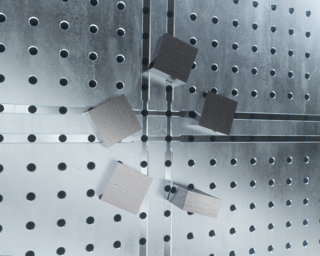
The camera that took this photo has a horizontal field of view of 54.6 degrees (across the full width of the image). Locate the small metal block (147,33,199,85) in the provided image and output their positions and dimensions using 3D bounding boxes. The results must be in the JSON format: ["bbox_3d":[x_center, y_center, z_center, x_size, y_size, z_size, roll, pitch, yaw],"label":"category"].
[{"bbox_3d":[0.017,-0.092,0.419,0.050,0.025,0.050,22,83,-19],"label":"small metal block"}]

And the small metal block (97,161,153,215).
[{"bbox_3d":[-0.044,0.076,0.396,0.050,0.025,0.050,28,81,-18],"label":"small metal block"}]

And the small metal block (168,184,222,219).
[{"bbox_3d":[0.046,0.097,0.416,0.050,0.050,0.025,19,84,-19],"label":"small metal block"}]

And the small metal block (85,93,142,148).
[{"bbox_3d":[-0.058,-0.009,0.391,0.050,0.025,0.050,-29,100,-18],"label":"small metal block"}]

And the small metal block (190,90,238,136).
[{"bbox_3d":[0.077,-0.020,0.441,0.050,0.025,0.050,18,84,-19],"label":"small metal block"}]
